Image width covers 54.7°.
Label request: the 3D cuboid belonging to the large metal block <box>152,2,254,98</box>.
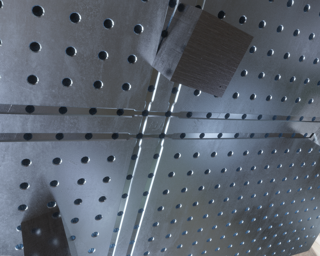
[{"bbox_3d":[0.049,-0.091,0.368,0.081,0.050,0.079,13,112,-34],"label":"large metal block"}]

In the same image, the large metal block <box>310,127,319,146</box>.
[{"bbox_3d":[0.355,0.014,0.602,0.080,0.050,0.080,24,106,-37],"label":"large metal block"}]

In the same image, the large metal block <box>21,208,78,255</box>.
[{"bbox_3d":[-0.139,0.169,0.405,0.050,0.080,0.079,-20,126,-17],"label":"large metal block"}]
